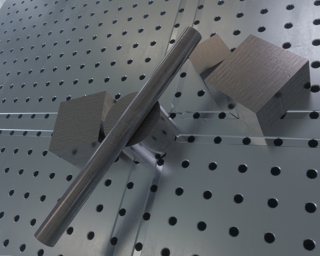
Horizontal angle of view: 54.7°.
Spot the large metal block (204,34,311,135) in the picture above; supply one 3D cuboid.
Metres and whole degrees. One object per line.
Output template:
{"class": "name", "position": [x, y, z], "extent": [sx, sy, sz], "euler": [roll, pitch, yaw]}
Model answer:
{"class": "large metal block", "position": [0.114, -0.052, 0.364], "extent": [0.080, 0.050, 0.080], "euler": [-45, 51, -3]}

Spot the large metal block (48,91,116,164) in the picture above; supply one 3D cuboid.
{"class": "large metal block", "position": [-0.103, 0.001, 0.446], "extent": [0.080, 0.050, 0.080], "euler": [-11, 57, 22]}

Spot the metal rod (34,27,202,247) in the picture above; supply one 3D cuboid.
{"class": "metal rod", "position": [-0.041, 0.001, 0.365], "extent": [0.025, 0.025, 0.300], "euler": [26, 76, 37]}

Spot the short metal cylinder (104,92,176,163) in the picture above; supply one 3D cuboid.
{"class": "short metal cylinder", "position": [-0.026, -0.001, 0.406], "extent": [0.080, 0.050, 0.080], "euler": [-13, 56, 21]}

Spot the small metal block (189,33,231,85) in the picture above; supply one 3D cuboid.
{"class": "small metal block", "position": [0.071, -0.096, 0.430], "extent": [0.050, 0.025, 0.050], "euler": [-30, 52, 9]}
